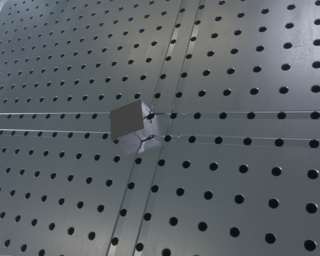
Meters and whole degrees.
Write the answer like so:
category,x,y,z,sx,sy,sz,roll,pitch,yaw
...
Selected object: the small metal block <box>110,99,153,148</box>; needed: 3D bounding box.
category,x,y,z,sx,sy,sz,roll,pitch,yaw
small metal block,-0.041,-0.006,0.435,0.050,0.025,0.050,-20,54,16
